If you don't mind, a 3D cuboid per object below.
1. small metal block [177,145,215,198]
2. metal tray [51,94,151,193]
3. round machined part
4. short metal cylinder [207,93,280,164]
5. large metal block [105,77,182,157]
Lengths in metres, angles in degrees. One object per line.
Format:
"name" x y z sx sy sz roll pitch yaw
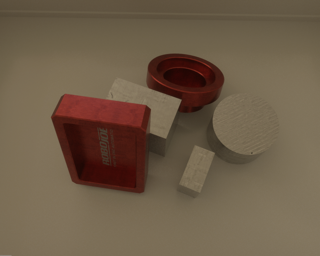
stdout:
"small metal block" 0.043 0.054 0.377 0.025 0.050 0.050 22 71 7
"metal tray" -0.059 0.023 0.343 0.091 0.129 0.030 8 51 2
"round machined part" 0.031 -0.056 0.407 0.099 0.042 0.098 6 39 -5
"short metal cylinder" 0.104 0.002 0.397 0.081 0.050 0.080 0 70 0
"large metal block" -0.022 -0.010 0.384 0.080 0.080 0.050 20 71 7
